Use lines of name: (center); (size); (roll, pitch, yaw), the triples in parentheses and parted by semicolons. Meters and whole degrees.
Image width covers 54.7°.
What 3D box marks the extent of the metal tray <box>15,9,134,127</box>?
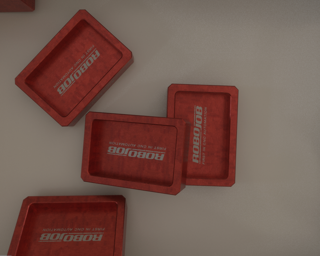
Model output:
metal tray: (-0.110, -0.076, 0.407); (0.090, 0.030, 0.130); (43, 90, -1)

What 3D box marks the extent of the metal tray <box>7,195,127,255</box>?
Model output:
metal tray: (-0.109, 0.131, 0.382); (0.131, 0.030, 0.090); (-1, 51, -1)

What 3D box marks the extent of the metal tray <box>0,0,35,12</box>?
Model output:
metal tray: (-0.215, -0.170, 0.352); (0.091, 0.130, 0.030); (1, 90, 5)

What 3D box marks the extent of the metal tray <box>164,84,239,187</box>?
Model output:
metal tray: (0.053, 0.009, 0.409); (0.091, 0.030, 0.129); (2, 90, -1)

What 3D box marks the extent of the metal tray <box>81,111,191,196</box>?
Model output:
metal tray: (-0.031, 0.029, 0.389); (0.130, 0.030, 0.089); (5, 91, 17)
